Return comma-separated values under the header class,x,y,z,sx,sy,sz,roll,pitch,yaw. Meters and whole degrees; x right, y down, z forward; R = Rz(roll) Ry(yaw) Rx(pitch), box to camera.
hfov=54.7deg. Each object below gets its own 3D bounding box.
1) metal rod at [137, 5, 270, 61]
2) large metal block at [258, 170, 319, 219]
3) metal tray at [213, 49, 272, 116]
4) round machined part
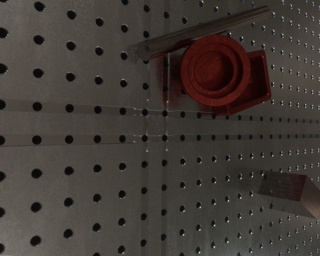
class,x,y,z,sx,sy,sz,roll,pitch,yaw
metal rod,0.086,-0.156,0.482,0.302,0.025,0.025,-29,108,-36
large metal block,0.246,0.125,0.584,0.080,0.080,0.050,40,66,-33
metal tray,0.136,-0.079,0.522,0.131,0.030,0.089,-20,103,-38
round machined part,0.074,-0.081,0.443,0.099,0.042,0.097,-1,99,-6
